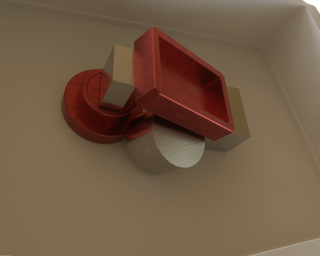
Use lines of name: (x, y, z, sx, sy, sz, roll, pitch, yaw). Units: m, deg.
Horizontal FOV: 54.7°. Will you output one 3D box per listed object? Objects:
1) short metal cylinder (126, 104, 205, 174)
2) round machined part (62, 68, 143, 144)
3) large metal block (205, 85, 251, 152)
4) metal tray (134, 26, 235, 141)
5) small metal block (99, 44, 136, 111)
short metal cylinder: (0.008, 0.012, 0.371, 0.081, 0.050, 0.080, 15, 66, -36)
round machined part: (-0.066, -0.033, 0.378, 0.099, 0.042, 0.098, 14, 56, -21)
large metal block: (0.072, -0.017, 0.437, 0.081, 0.050, 0.080, 9, 58, -24)
metal tray: (0.030, -0.047, 0.356, 0.131, 0.030, 0.090, 23, 51, -39)
small metal block: (-0.047, -0.055, 0.343, 0.025, 0.050, 0.050, 12, 57, -22)
